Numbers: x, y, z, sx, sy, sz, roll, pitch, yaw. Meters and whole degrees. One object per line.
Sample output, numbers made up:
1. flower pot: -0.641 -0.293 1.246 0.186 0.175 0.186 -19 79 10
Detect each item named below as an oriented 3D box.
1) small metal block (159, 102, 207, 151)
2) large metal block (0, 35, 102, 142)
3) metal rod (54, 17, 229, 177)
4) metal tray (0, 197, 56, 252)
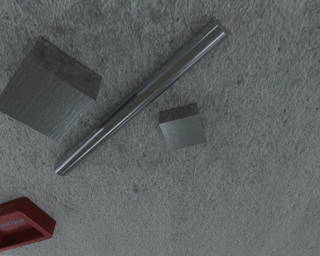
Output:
1. small metal block: 0.031 -0.001 0.407 0.050 0.025 0.050 -14 129 11
2. large metal block: -0.126 -0.042 0.353 0.080 0.050 0.080 34 122 -26
3. metal rod: -0.041 -0.022 0.387 0.025 0.025 0.299 36 121 -27
4. metal tray: -0.265 0.174 0.547 0.130 0.030 0.090 -19 128 15
